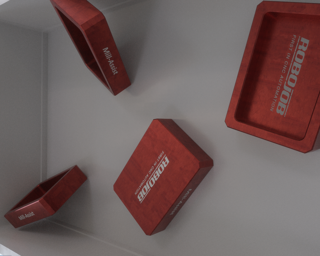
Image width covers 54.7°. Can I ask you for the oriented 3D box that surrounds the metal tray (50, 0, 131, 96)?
[{"bbox_3d":[-0.091,-0.113,0.421,0.030,0.130,0.090,-38,59,-12],"label":"metal tray"}]

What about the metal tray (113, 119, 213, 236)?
[{"bbox_3d":[-0.001,0.063,0.405,0.090,0.030,0.129,46,118,30],"label":"metal tray"}]

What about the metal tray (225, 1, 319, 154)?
[{"bbox_3d":[0.124,-0.051,0.300,0.090,0.030,0.129,22,104,38],"label":"metal tray"}]

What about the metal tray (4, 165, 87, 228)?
[{"bbox_3d":[-0.192,0.116,0.522,0.130,0.090,0.030,-26,106,37],"label":"metal tray"}]
